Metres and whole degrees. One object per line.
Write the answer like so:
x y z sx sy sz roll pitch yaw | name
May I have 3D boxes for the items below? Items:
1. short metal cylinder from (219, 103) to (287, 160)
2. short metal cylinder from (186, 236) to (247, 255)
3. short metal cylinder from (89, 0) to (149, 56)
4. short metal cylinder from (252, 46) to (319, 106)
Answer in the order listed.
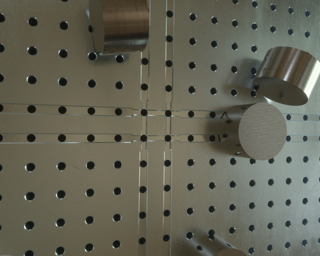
0.134 0.005 0.448 0.081 0.050 0.079 0 90 -20 | short metal cylinder
0.080 0.198 0.429 0.081 0.050 0.079 0 90 -20 | short metal cylinder
-0.050 -0.128 0.364 0.050 0.080 0.080 -10 94 -20 | short metal cylinder
0.184 -0.074 0.451 0.080 0.080 0.050 30 80 -18 | short metal cylinder
